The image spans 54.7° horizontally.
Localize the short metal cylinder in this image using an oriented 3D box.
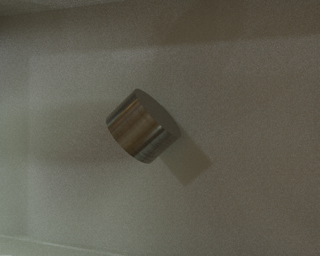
[{"bbox_3d":[-0.019,-0.003,0.385,0.050,0.080,0.080,-43,77,15],"label":"short metal cylinder"}]
